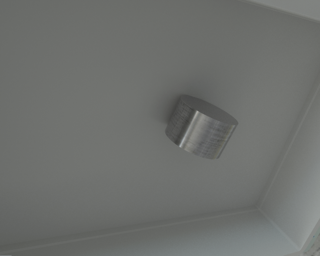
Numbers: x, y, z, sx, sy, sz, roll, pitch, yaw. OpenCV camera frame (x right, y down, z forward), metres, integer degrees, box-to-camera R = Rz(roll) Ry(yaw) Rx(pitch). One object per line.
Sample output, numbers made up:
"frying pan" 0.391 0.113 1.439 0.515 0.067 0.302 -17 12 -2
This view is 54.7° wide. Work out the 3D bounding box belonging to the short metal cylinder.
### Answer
"short metal cylinder" 0.053 -0.002 0.403 0.081 0.080 0.050 12 112 -34
